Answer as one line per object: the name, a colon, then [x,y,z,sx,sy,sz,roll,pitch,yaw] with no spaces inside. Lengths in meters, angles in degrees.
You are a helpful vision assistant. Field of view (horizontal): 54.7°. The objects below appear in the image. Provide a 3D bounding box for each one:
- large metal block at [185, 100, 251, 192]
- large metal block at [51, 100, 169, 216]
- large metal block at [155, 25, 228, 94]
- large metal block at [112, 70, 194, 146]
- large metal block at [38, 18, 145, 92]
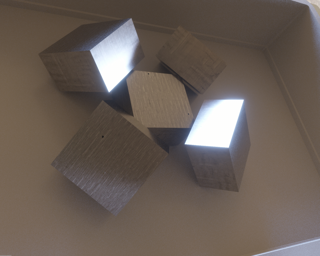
large metal block: [0.077,0.021,0.388,0.080,0.050,0.080,-62,144,-39]
large metal block: [-0.047,0.027,0.319,0.080,0.050,0.080,39,95,-2]
large metal block: [0.044,-0.093,0.441,0.080,0.050,0.080,39,8,-1]
large metal block: [-0.010,-0.024,0.395,0.081,0.050,0.080,1,62,-28]
large metal block: [-0.078,-0.086,0.368,0.080,0.080,0.050,-54,137,-39]
